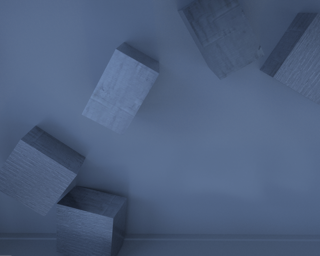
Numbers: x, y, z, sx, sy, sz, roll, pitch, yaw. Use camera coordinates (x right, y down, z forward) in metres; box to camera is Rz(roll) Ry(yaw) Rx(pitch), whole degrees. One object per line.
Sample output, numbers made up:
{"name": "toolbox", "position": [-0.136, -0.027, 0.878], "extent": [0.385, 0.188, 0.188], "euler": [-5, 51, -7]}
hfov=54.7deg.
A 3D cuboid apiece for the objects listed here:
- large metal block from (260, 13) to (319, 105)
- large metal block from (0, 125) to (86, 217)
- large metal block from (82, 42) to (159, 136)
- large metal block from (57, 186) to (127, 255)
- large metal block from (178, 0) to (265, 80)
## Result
{"name": "large metal block", "position": [0.183, -0.081, 0.371], "extent": [0.080, 0.050, 0.080], "euler": [28, 108, -10]}
{"name": "large metal block", "position": [-0.161, 0.057, 0.417], "extent": [0.080, 0.050, 0.080], "euler": [36, 106, -13]}
{"name": "large metal block", "position": [-0.043, -0.049, 0.363], "extent": [0.050, 0.080, 0.080], "euler": [28, 107, -10]}
{"name": "large metal block", "position": [-0.096, 0.137, 0.437], "extent": [0.080, 0.050, 0.079], "euler": [11, 110, 11]}
{"name": "large metal block", "position": [0.064, -0.107, 0.343], "extent": [0.050, 0.080, 0.080], "euler": [-30, 108, 10]}
